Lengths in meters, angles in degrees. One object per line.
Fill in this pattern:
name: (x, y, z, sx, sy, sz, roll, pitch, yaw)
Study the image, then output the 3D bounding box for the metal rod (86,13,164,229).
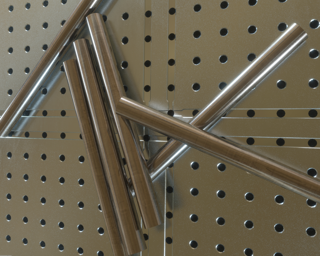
metal rod: (-0.051, -0.019, 0.413, 0.025, 0.025, 0.299, -22, 76, 19)

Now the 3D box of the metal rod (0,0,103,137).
metal rod: (-0.166, -0.105, 0.472, 0.025, 0.025, 0.299, 44, 103, 15)

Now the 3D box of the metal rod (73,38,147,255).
metal rod: (-0.072, 0.015, 0.420, 0.025, 0.025, 0.299, -22, 76, 19)

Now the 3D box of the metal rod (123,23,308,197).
metal rod: (0.057, -0.011, 0.392, 0.299, 0.025, 0.025, -44, 76, 14)

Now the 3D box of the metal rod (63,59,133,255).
metal rod: (-0.090, 0.045, 0.444, 0.025, 0.025, 0.299, -18, 84, 19)

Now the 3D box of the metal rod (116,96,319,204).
metal rod: (0.086, 0.031, 0.362, 0.301, 0.025, 0.025, 24, 98, 11)
